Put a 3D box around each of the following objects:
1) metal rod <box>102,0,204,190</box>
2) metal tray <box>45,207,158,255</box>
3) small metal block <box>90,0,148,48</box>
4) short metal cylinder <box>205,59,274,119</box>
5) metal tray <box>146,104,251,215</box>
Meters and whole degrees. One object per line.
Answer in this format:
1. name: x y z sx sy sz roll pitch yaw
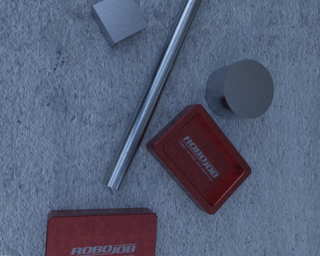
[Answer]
1. metal rod: -0.002 -0.063 0.409 0.025 0.025 0.299 26 81 -19
2. metal tray: -0.072 0.148 0.381 0.131 0.030 0.089 4 89 -20
3. small metal block: -0.052 -0.137 0.390 0.050 0.025 0.050 -34 101 -17
4. short metal cylinder: 0.112 -0.052 0.439 0.081 0.050 0.079 0 90 -21
5. metal tray: 0.056 0.043 0.428 0.090 0.030 0.130 -44 104 -15
